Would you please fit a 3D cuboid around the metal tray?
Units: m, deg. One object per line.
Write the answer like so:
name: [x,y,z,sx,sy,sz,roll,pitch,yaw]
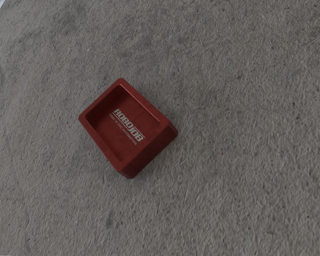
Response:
metal tray: [-0.048,-0.004,0.429,0.090,0.030,0.130,-44,51,-2]
